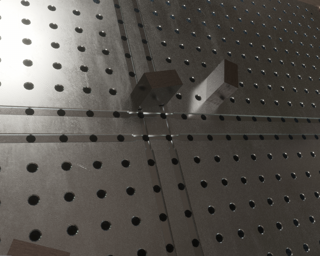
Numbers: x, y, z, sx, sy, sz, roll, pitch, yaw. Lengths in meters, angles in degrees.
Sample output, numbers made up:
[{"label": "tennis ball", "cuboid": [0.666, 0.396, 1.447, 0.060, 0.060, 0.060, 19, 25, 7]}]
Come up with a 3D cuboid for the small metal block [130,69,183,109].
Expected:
[{"label": "small metal block", "cuboid": [-0.005, -0.053, 0.423, 0.050, 0.050, 0.025, -13, 69, -34]}]

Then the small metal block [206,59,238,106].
[{"label": "small metal block", "cuboid": [0.098, -0.072, 0.491, 0.025, 0.050, 0.050, 20, 54, -17]}]

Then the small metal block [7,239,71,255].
[{"label": "small metal block", "cuboid": [-0.113, 0.130, 0.269, 0.050, 0.025, 0.050, 22, 54, -16]}]
